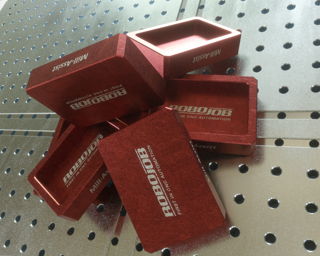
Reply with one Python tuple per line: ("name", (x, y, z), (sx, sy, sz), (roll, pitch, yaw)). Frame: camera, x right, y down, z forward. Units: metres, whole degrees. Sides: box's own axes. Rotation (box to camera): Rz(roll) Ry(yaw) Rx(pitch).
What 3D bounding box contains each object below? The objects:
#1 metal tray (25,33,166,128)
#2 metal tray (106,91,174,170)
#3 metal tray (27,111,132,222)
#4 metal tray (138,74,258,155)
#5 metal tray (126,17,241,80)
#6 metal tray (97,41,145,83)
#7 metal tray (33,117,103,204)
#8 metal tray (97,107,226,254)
("metal tray", (-0.070, -0.046, 0.349), (0.130, 0.090, 0.030), (-14, 56, 26))
("metal tray", (-0.022, -0.007, 0.422), (0.090, 0.030, 0.130), (-3, 58, 24))
("metal tray", (-0.098, 0.039, 0.394), (0.090, 0.030, 0.130), (30, 78, 38))
("metal tray", (0.046, -0.020, 0.370), (0.130, 0.030, 0.090), (4, 63, 11))
("metal tray", (0.032, -0.112, 0.415), (0.131, 0.030, 0.090), (-24, 44, -29))
("metal tray", (-0.064, -0.084, 0.469), (0.090, 0.030, 0.130), (-38, 35, 2))
("metal tray", (-0.118, 0.039, 0.445), (0.090, 0.030, 0.130), (-4, 59, 25))
("metal tray", (0.001, 0.054, 0.329), (0.090, 0.030, 0.130), (-26, 86, 12))
